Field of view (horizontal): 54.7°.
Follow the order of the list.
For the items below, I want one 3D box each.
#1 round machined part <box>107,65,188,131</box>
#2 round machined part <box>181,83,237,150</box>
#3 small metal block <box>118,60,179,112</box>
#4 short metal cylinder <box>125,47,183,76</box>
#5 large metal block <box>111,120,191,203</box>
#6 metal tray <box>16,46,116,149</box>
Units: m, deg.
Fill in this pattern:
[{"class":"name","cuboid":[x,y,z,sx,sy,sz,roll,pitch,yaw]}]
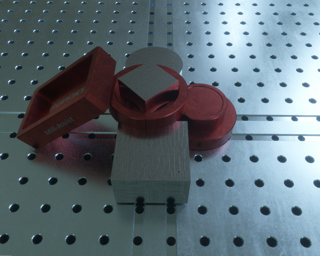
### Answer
[{"class":"round machined part","cuboid":[-0.015,-0.033,0.386,0.099,0.042,0.098,0,50,0]},{"class":"round machined part","cuboid":[0.053,-0.022,0.414,0.099,0.042,0.098,0,50,0]},{"class":"small metal block","cuboid":[-0.014,-0.048,0.368,0.050,0.025,0.050,-34,58,-25]},{"class":"short metal cylinder","cuboid":[-0.008,-0.074,0.453,0.080,0.050,0.080,0,50,0]},{"class":"large metal block","cuboid":[-0.009,0.038,0.355,0.080,0.050,0.080,1,50,0]},{"class":"metal tray","cuboid":[-0.117,-0.036,0.387,0.130,0.030,0.090,-25,43,28]}]
